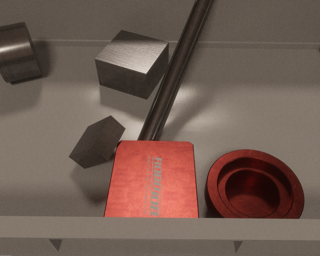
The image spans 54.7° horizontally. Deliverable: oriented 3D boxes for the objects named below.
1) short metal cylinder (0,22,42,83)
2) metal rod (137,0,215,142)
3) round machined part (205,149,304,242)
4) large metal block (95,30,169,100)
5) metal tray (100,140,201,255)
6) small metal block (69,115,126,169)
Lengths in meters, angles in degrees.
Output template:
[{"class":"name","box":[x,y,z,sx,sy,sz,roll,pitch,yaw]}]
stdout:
[{"class":"short metal cylinder","box":[-0.214,-0.112,0.461,0.050,0.080,0.080,-17,52,-14]},{"class":"metal rod","box":[0.037,-0.114,0.417,0.025,0.025,0.299,19,79,15]},{"class":"round machined part","box":[0.097,0.074,0.333,0.099,0.042,0.098,0,50,0]},{"class":"large metal block","box":[-0.040,-0.098,0.470,0.080,0.050,0.080,19,52,14]},{"class":"metal tray","box":[-0.007,0.069,0.332,0.091,0.030,0.130,1,42,1]},{"class":"small metal block","box":[-0.075,0.017,0.372,0.050,0.025,0.050,-21,35,42]}]
